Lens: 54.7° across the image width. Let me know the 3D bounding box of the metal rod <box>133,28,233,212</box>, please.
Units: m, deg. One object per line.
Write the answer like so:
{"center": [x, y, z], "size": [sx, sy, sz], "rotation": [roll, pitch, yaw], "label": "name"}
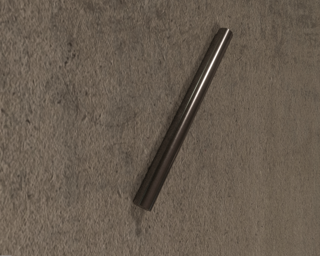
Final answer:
{"center": [0.041, -0.026, 0.441], "size": [0.025, 0.025, 0.300], "rotation": [41, 65, -33], "label": "metal rod"}
